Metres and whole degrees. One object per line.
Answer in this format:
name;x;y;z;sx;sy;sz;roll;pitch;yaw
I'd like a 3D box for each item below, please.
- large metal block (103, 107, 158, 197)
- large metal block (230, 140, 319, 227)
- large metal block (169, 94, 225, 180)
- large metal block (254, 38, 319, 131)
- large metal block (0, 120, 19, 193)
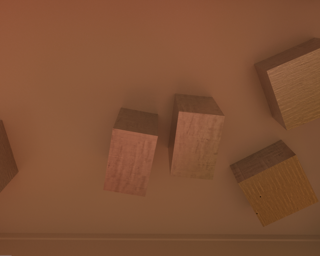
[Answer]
large metal block;-0.035;0.027;0.392;0.050;0.080;0.079;10;110;-4
large metal block;0.156;0.076;0.428;0.080;0.050;0.080;-29;108;10
large metal block;0.041;0.008;0.385;0.050;0.080;0.079;6;110;-3
large metal block;0.174;-0.055;0.380;0.080;0.050;0.080;-23;109;8
large metal block;-0.233;0.043;0.394;0.050;0.080;0.079;-7;110;2
